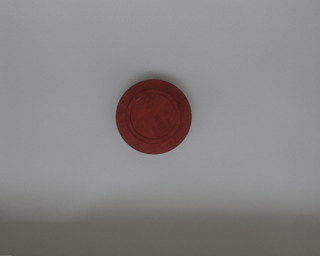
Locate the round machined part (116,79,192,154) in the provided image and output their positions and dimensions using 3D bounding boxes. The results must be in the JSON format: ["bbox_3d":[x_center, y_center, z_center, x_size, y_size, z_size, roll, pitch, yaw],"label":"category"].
[{"bbox_3d":[-0.008,-0.014,0.400,0.099,0.042,0.097,0,90,0],"label":"round machined part"}]
